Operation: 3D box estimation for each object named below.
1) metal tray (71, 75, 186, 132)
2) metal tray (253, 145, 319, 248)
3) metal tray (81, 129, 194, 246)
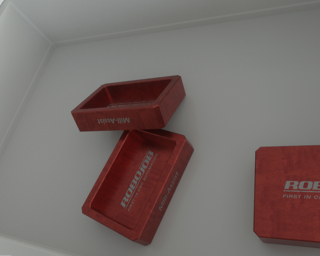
[{"bbox_3d":[-0.041,-0.033,0.417,0.130,0.030,0.090,-2,32,26],"label":"metal tray"},{"bbox_3d":[0.156,0.062,0.283,0.130,0.030,0.090,-4,60,26],"label":"metal tray"},{"bbox_3d":[-0.026,0.062,0.377,0.090,0.030,0.130,15,69,34],"label":"metal tray"}]
